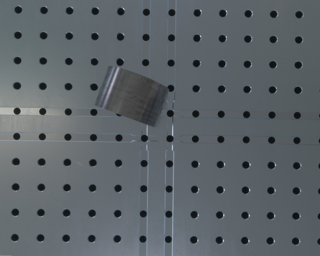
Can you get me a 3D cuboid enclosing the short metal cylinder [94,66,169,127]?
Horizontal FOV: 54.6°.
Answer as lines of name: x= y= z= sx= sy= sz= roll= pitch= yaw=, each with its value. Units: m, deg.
short metal cylinder: x=-0.035 y=-0.038 z=0.386 sx=0.080 sy=0.080 sz=0.050 roll=21 pitch=90 yaw=0
